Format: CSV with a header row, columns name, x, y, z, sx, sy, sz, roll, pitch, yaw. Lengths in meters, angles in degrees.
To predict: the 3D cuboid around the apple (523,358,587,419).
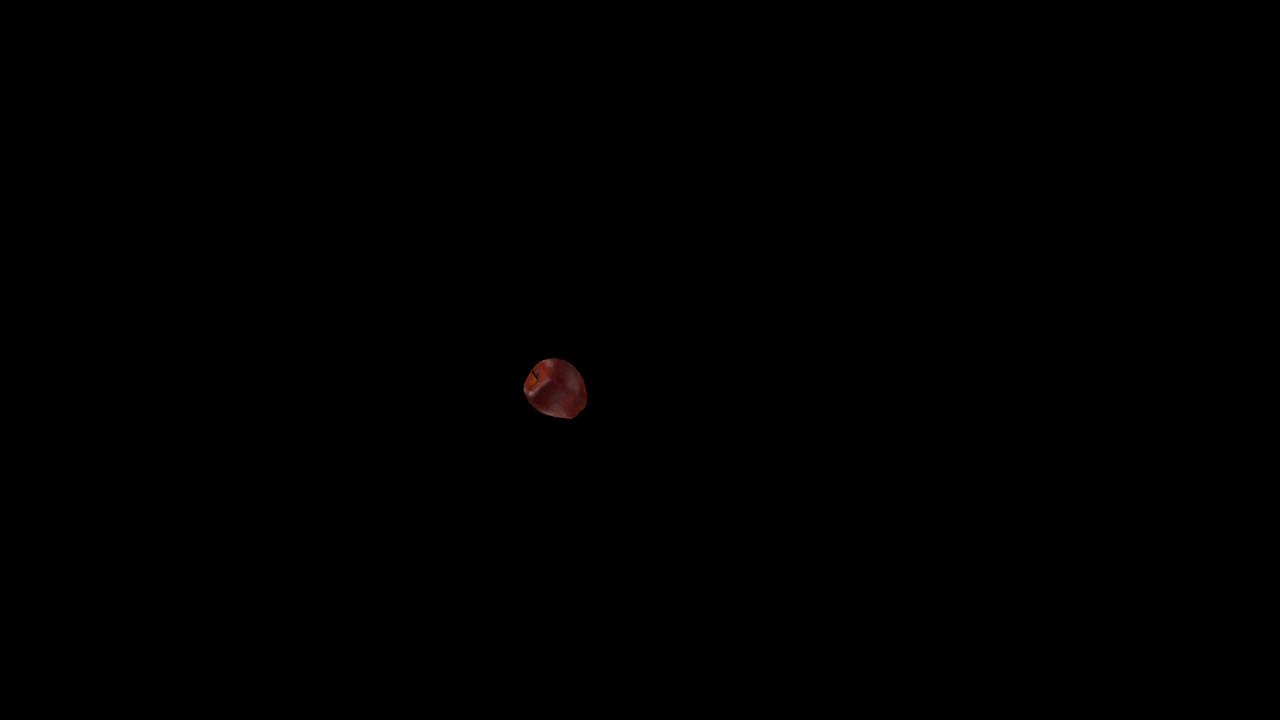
name,x,y,z,sx,sy,sz,roll,pitch,yaw
apple,-0.114,0.040,0.843,0.093,0.079,0.079,39,-24,-33
